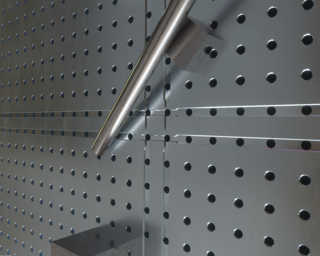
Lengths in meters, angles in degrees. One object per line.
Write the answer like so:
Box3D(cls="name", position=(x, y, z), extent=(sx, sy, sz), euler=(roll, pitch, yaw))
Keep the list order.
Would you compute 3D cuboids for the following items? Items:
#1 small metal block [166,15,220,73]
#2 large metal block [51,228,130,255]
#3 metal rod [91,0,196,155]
Box3D(cls="small metal block", position=(0.035, -0.103, 0.379), extent=(0.050, 0.025, 0.050), euler=(50, 119, 28))
Box3D(cls="large metal block", position=(-0.102, 0.192, 0.455), extent=(0.080, 0.081, 0.050), euler=(4, 93, 39))
Box3D(cls="metal rod", position=(-0.025, -0.068, 0.403), extent=(0.025, 0.025, 0.298), euler=(54, 128, 26))
